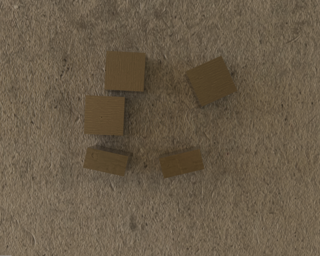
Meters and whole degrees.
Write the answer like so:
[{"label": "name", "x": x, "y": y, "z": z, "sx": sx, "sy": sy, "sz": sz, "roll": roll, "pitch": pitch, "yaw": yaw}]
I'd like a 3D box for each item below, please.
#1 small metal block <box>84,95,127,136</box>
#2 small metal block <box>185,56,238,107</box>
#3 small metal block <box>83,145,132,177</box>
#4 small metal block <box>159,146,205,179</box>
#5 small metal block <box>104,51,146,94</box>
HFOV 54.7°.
[{"label": "small metal block", "x": -0.071, "y": -0.016, "z": 0.409, "sx": 0.050, "sy": 0.025, "sz": 0.050, "roll": 3, "pitch": 90, "yaw": 0}, {"label": "small metal block", "x": 0.067, "y": -0.060, "z": 0.410, "sx": 0.050, "sy": 0.025, "sz": 0.050, "roll": -24, "pitch": 90, "yaw": 0}, {"label": "small metal block", "x": -0.065, "y": 0.041, "z": 0.397, "sx": 0.050, "sy": 0.050, "sz": 0.025, "roll": 12, "pitch": 90, "yaw": 0}, {"label": "small metal block", "x": 0.026, "y": 0.043, "z": 0.398, "sx": 0.050, "sy": 0.050, "sz": 0.025, "roll": -13, "pitch": 90, "yaw": 0}, {"label": "small metal block", "x": -0.045, "y": -0.073, "z": 0.409, "sx": 0.050, "sy": 0.025, "sz": 0.050, "roll": 3, "pitch": 90, "yaw": 0}]
